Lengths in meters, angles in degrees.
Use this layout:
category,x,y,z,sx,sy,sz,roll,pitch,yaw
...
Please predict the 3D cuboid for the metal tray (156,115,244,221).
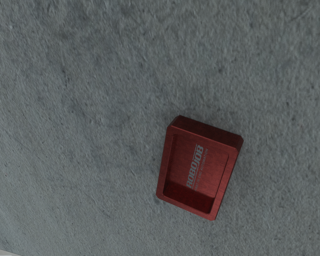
category,x,y,z,sx,sy,sz,roll,pitch,yaw
metal tray,0.048,0.056,0.411,0.090,0.030,0.129,20,126,16
